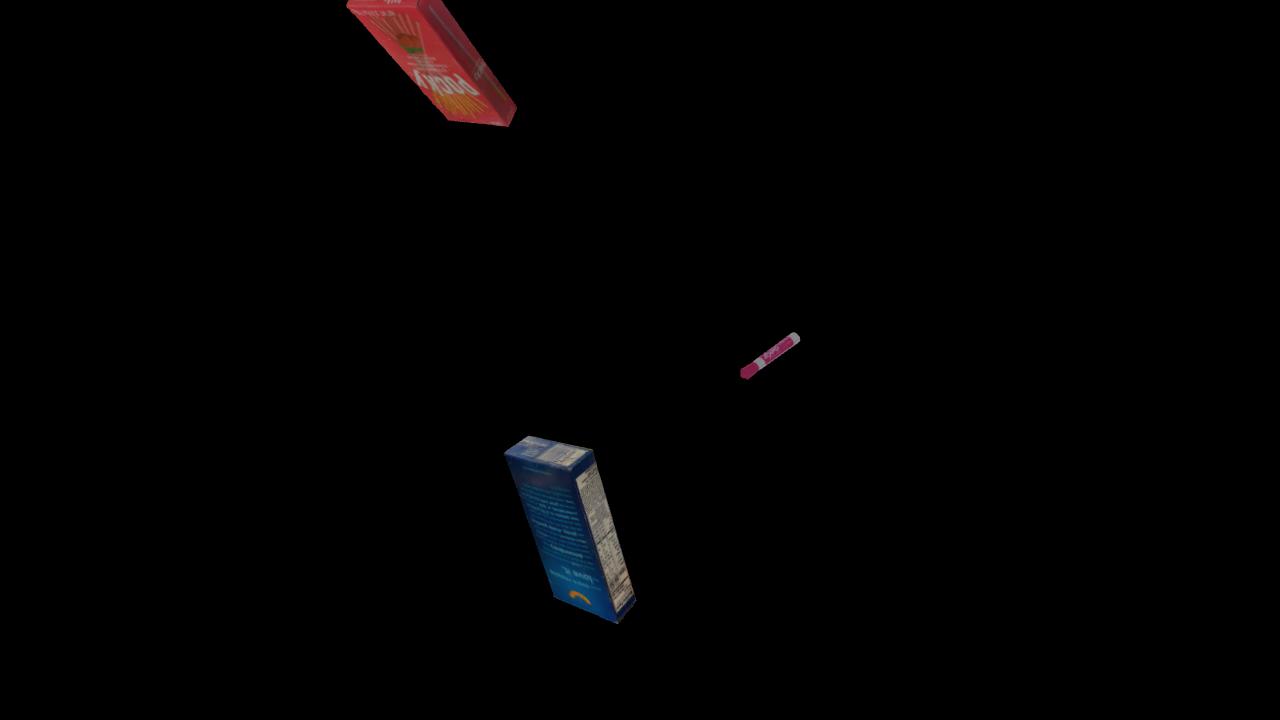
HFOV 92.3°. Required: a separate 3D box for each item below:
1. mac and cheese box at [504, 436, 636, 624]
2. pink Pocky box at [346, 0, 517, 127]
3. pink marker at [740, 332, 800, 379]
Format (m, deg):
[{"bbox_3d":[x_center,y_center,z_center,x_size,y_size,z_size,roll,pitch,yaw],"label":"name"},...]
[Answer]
[{"bbox_3d":[-0.068,0.169,0.615,0.093,0.184,0.041,4,27,37],"label":"mac and cheese box"},{"bbox_3d":[-0.191,-0.286,0.588,0.084,0.029,0.155,15,-13,23],"label":"pink Pocky box"},{"bbox_3d":[0.196,-0.006,0.930,0.121,0.020,0.020,-33,15,-26],"label":"pink marker"}]
